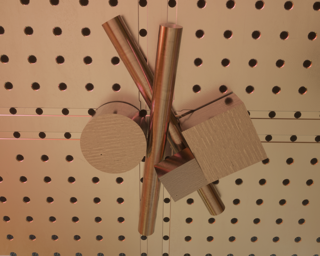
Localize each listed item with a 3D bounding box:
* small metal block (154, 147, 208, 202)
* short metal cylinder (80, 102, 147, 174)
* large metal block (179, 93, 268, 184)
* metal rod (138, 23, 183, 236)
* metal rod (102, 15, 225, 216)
[{"bbox_3d":[0.028,0.060,0.398,0.050,0.025,0.050,-29,123,2],"label":"small metal block"},{"bbox_3d":[-0.057,0.012,0.400,0.081,0.050,0.079,0,110,-1],"label":"short metal cylinder"},{"bbox_3d":[0.080,0.012,0.401,0.080,0.050,0.080,-26,108,9],"label":"large metal block"},{"bbox_3d":[-0.004,0.022,0.397,0.025,0.025,0.298,6,118,-2],"label":"metal rod"},{"bbox_3d":[0.013,-0.003,0.408,0.025,0.025,0.299,-27,109,9],"label":"metal rod"}]
